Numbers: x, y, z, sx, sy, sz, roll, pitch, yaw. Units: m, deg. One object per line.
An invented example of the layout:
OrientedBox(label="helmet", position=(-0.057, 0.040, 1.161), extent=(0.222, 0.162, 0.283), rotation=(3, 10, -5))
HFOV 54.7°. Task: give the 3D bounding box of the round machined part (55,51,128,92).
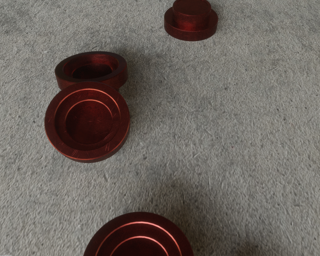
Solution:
OrientedBox(label="round machined part", position=(-0.095, -0.070, 0.442), extent=(0.099, 0.042, 0.098), rotation=(-1, 38, 1))

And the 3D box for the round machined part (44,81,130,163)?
OrientedBox(label="round machined part", position=(-0.086, -0.005, 0.381), extent=(0.099, 0.042, 0.098), rotation=(1, 72, -3))

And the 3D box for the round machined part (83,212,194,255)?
OrientedBox(label="round machined part", position=(-0.019, 0.131, 0.282), extent=(0.099, 0.042, 0.098), rotation=(0, 50, 0))

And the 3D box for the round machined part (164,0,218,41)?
OrientedBox(label="round machined part", position=(0.057, -0.204, 0.564), extent=(0.099, 0.042, 0.098), rotation=(0, 50, 0))
